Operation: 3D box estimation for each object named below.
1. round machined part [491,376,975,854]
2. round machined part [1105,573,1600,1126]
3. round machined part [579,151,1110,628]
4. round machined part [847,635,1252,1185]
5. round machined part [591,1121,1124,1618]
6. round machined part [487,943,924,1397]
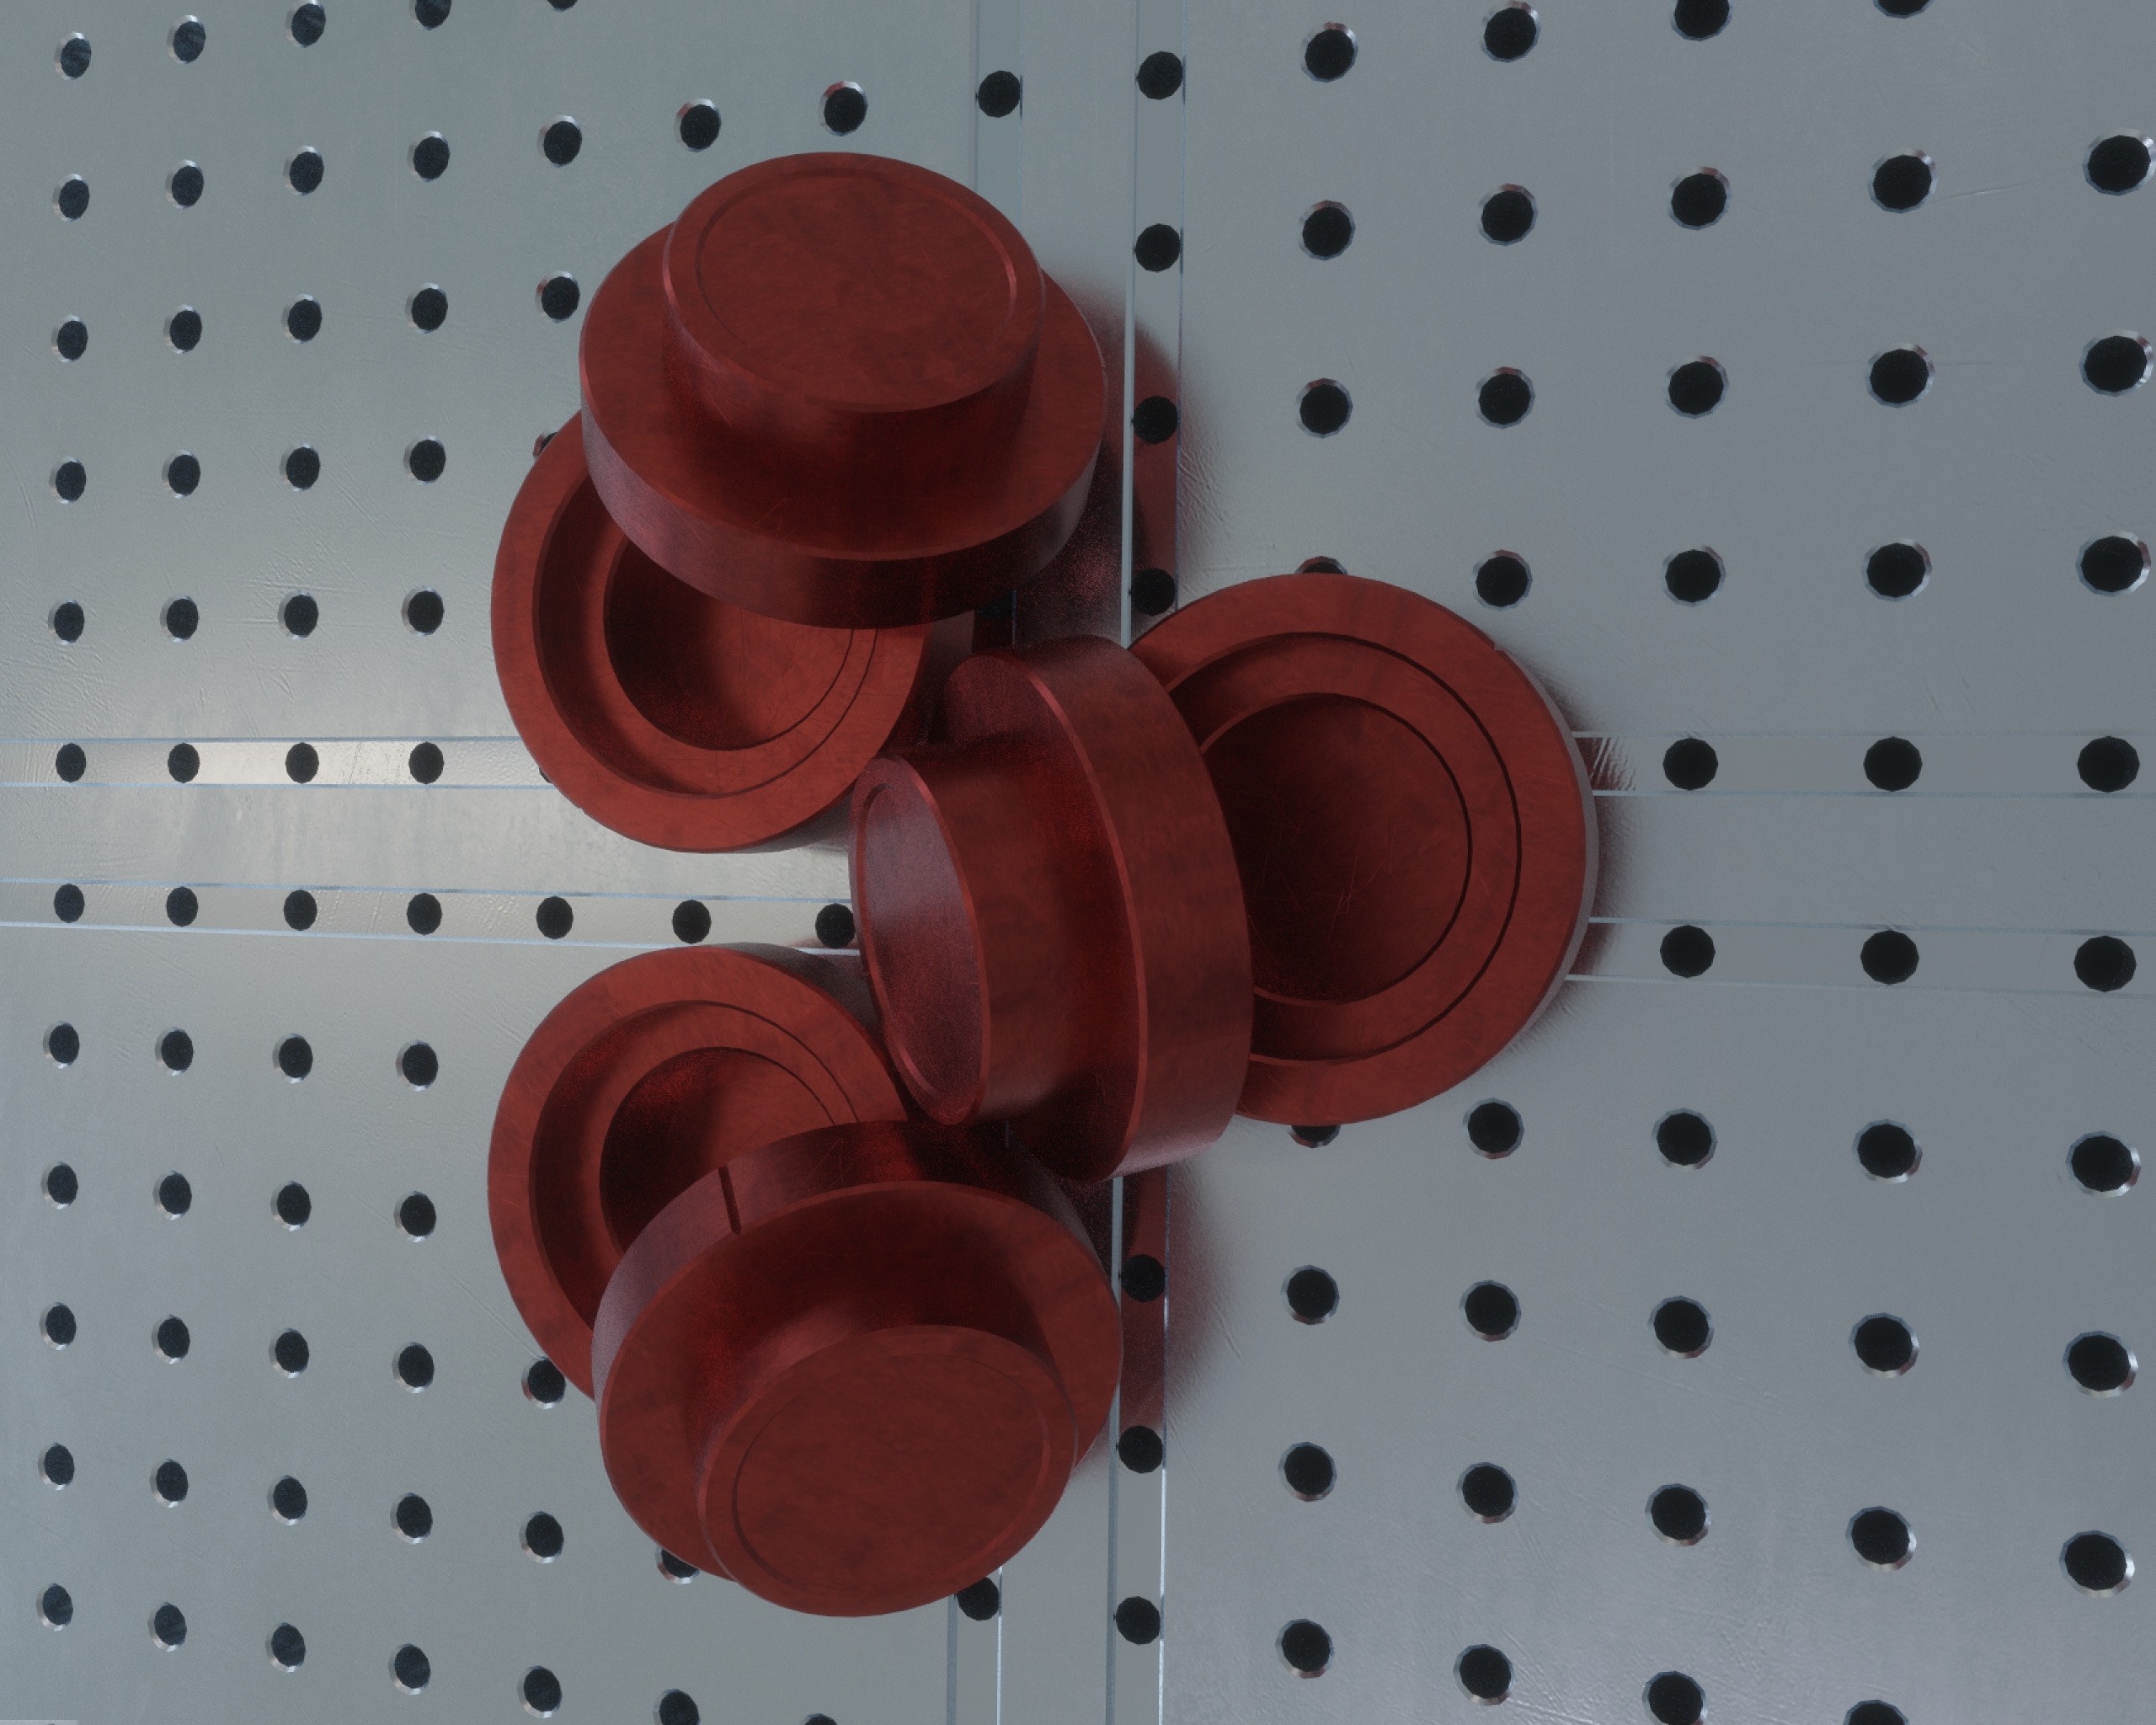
[{"bbox_3d":[-0.066,-0.050,0.426,0.098,0.042,0.097,0,90,20],"label":"round machined part"},{"bbox_3d":[0.047,-0.003,0.387,0.098,0.042,0.097,0,90,20],"label":"round machined part"},{"bbox_3d":[-0.042,-0.094,0.390,0.099,0.042,0.098,5,56,-8],"label":"round machined part"},{"bbox_3d":[-0.011,0.010,0.376,0.042,0.098,0.098,-11,85,-22],"label":"round machined part"},{"bbox_3d":[-0.038,0.100,0.387,0.099,0.042,0.097,-8,119,-14],"label":"round machined part"},{"bbox_3d":[-0.067,0.065,0.427,0.098,0.042,0.097,0,90,20],"label":"round machined part"}]
